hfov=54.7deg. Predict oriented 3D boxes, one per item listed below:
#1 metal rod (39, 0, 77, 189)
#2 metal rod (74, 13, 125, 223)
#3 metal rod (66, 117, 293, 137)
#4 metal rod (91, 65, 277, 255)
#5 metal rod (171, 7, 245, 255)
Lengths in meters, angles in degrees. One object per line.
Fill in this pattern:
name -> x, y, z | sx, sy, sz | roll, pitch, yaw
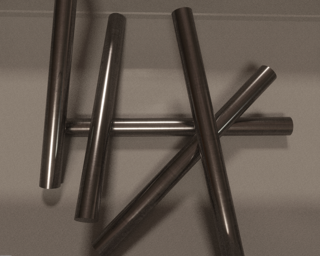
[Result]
metal rod -> -0.120, -0.076, 0.372 | 0.025, 0.025, 0.298 | 7, 94, 2
metal rod -> -0.071, -0.034, 0.397 | 0.025, 0.025, 0.299 | 2, 61, 0
metal rod -> 0.021, -0.001, 0.410 | 0.302, 0.025, 0.025 | 0, 70, -1
metal rod -> 0.035, 0.035, 0.377 | 0.025, 0.025, 0.300 | 43, 82, 13
metal rod -> 0.054, 0.007, 0.356 | 0.025, 0.025, 0.298 | -11, 84, -4
